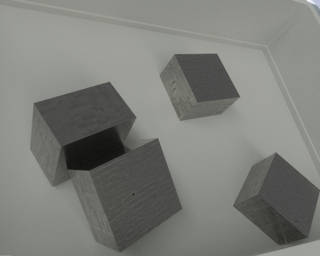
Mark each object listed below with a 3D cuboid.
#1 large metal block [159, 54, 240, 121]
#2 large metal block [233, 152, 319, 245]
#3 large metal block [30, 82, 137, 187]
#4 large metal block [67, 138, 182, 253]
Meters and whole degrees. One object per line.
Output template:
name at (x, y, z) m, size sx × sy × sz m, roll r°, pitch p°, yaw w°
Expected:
large metal block at (0.058, -0.062, 0.458) m, size 0.081 × 0.050 × 0.080 m, roll -10°, pitch 67°, yaw -32°
large metal block at (0.158, 0.094, 0.417) m, size 0.080 × 0.050 × 0.080 m, roll 41°, pitch 51°, yaw -1°
large metal block at (-0.081, 0.006, 0.319) m, size 0.081 × 0.080 × 0.050 m, roll -24°, pitch 68°, yaw -36°
large metal block at (-0.034, 0.063, 0.315) m, size 0.081 × 0.050 × 0.080 m, roll -24°, pitch 100°, yaw -37°
